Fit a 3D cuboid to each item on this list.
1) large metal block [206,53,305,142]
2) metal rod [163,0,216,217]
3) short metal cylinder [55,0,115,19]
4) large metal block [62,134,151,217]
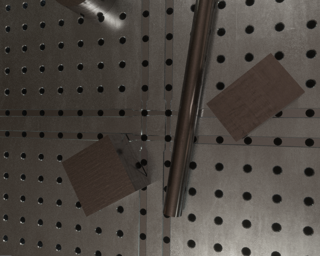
[{"bbox_3d":[0.106,-0.030,0.346,0.080,0.080,0.050,-39,78,15],"label":"large metal block"},{"bbox_3d":[0.039,-0.035,0.398,0.025,0.025,0.298,10,93,19],"label":"metal rod"},{"bbox_3d":[-0.107,-0.202,0.436,0.080,0.050,0.079,0,90,19],"label":"short metal cylinder"},{"bbox_3d":[-0.073,0.062,0.424,0.080,0.050,0.080,-30,80,17],"label":"large metal block"}]
